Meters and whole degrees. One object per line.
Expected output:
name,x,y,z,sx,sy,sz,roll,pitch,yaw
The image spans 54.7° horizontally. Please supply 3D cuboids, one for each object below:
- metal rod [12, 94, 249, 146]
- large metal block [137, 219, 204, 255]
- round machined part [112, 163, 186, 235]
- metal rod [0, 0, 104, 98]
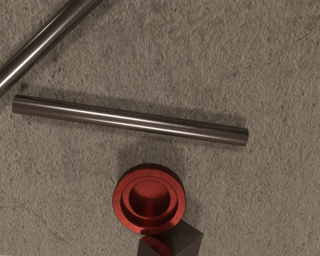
metal rod,-0.034,-0.009,0.405,0.302,0.025,0.025,8,110,-4
large metal block,0.012,0.187,0.443,0.050,0.081,0.079,24,115,35
round machined part,-0.014,0.095,0.432,0.099,0.042,0.097,0,104,1
metal rod,-0.148,-0.096,0.372,0.300,0.025,0.025,-38,106,12
